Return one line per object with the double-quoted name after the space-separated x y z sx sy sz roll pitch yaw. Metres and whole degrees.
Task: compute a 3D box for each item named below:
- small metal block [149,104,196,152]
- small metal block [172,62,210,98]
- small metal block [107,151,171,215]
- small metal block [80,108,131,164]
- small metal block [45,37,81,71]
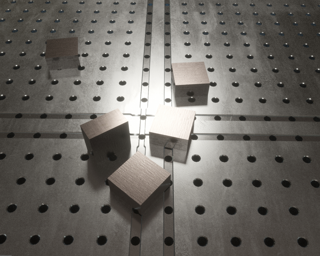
0.017 -0.001 0.409 0.050 0.025 0.050 12 51 9 "small metal block"
0.045 -0.074 0.471 0.050 0.025 0.050 -4 50 -4 "small metal block"
-0.023 0.062 0.355 0.050 0.025 0.050 33 57 24 "small metal block"
-0.065 0.010 0.382 0.050 0.050 0.025 -27 55 -21 "small metal block"
-0.158 -0.122 0.509 0.050 0.025 0.050 -7 51 -7 "small metal block"
